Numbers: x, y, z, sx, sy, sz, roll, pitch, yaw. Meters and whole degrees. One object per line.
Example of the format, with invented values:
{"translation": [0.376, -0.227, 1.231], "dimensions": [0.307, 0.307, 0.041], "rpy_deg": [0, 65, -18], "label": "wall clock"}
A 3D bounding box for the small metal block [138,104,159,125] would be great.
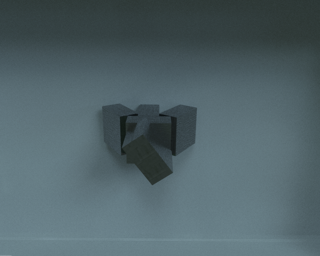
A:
{"translation": [-0.014, 0.001, 0.396], "dimensions": [0.025, 0.050, 0.050], "rpy_deg": [1, 110, 0], "label": "small metal block"}

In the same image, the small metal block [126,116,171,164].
{"translation": [-0.013, 0.014, 0.360], "dimensions": [0.050, 0.025, 0.050], "rpy_deg": [1, 110, -1], "label": "small metal block"}

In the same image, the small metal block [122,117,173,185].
{"translation": [-0.012, 0.023, 0.324], "dimensions": [0.025, 0.050, 0.050], "rpy_deg": [-33, 107, 12], "label": "small metal block"}

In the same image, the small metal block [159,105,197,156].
{"translation": [0.023, 0.002, 0.394], "dimensions": [0.025, 0.050, 0.050], "rpy_deg": [14, 114, 32], "label": "small metal block"}

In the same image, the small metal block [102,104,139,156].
{"translation": [-0.050, 0.001, 0.393], "dimensions": [0.025, 0.050, 0.050], "rpy_deg": [-12, 114, -32], "label": "small metal block"}
